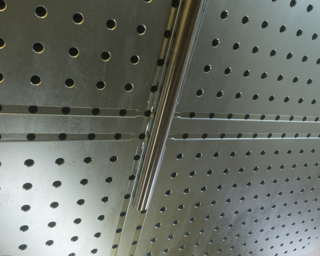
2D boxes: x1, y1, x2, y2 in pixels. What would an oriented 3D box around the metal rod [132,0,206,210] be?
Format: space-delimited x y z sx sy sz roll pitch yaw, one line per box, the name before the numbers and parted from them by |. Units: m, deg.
metal rod | 0.005 -0.015 0.404 0.025 0.025 0.298 0 118 -29
